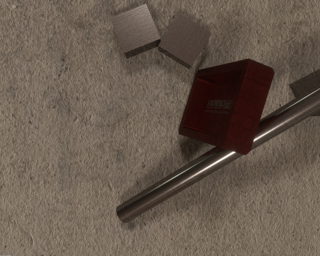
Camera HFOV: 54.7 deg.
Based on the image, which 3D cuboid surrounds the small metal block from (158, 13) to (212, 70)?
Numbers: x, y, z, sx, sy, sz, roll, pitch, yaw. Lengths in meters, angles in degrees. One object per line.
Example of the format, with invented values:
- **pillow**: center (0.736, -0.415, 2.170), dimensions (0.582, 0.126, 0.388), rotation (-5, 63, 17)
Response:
- **small metal block**: center (0.032, -0.114, 0.410), dimensions (0.050, 0.025, 0.050), rotation (32, 90, -1)

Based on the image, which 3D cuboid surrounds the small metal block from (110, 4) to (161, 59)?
- **small metal block**: center (-0.031, -0.127, 0.408), dimensions (0.050, 0.025, 0.050), rotation (-22, 86, 0)

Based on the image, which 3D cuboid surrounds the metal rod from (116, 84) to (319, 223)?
- **metal rod**: center (0.071, 0.035, 0.370), dimensions (0.300, 0.025, 0.025), rotation (-34, 91, 16)

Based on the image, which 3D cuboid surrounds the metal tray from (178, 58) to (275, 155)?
- **metal tray**: center (0.068, -0.025, 0.357), dimensions (0.030, 0.130, 0.090), rotation (17, 90, -17)

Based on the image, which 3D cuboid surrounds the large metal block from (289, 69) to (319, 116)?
- **large metal block**: center (0.224, -0.055, 0.385), dimensions (0.080, 0.080, 0.050), rotation (-27, 90, 0)
